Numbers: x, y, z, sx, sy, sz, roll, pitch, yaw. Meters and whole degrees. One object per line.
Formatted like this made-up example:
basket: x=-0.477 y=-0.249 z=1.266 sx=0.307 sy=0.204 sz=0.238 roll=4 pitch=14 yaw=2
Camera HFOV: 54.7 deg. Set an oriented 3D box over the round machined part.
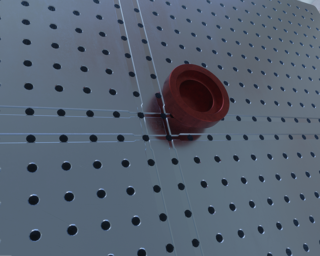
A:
round machined part: x=0.048 y=-0.042 z=0.451 sx=0.099 sy=0.042 sz=0.098 roll=14 pitch=56 yaw=-21
